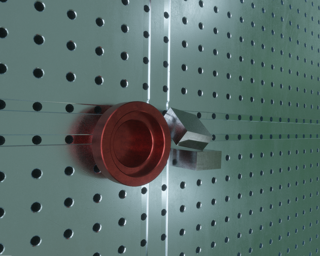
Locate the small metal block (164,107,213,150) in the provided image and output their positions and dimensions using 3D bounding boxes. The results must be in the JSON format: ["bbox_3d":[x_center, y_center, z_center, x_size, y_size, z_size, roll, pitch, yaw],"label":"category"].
[{"bbox_3d":[0.036,0.002,0.423,0.050,0.050,0.025,13,122,-40],"label":"small metal block"}]

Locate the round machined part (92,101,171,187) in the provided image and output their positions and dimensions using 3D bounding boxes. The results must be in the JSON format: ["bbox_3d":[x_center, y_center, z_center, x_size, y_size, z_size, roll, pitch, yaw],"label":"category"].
[{"bbox_3d":[-0.037,0.018,0.369,0.099,0.042,0.097,0,90,-40],"label":"round machined part"}]

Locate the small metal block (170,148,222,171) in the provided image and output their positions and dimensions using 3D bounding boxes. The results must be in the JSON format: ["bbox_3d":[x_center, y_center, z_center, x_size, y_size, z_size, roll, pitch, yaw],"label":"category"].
[{"bbox_3d":[0.051,0.043,0.438,0.050,0.050,0.025,2,90,-40],"label":"small metal block"}]
